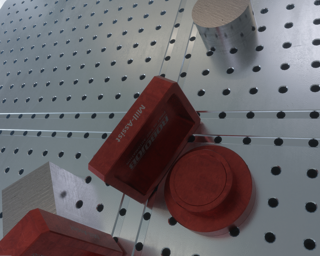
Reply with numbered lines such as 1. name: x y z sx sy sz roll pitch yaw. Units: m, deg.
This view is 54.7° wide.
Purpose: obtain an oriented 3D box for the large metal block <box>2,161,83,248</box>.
1. large metal block: -0.157 0.105 0.411 0.080 0.050 0.080 -31 52 8

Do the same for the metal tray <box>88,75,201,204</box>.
1. metal tray: -0.012 0.016 0.362 0.030 0.090 0.130 27 77 37

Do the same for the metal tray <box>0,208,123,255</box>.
1. metal tray: -0.107 0.139 0.312 0.090 0.130 0.030 -47 51 -4

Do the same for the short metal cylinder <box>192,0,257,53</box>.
1. short metal cylinder: 0.092 -0.155 0.439 0.080 0.050 0.080 -13 56 21

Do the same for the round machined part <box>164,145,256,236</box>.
1. round machined part: 0.049 0.062 0.334 0.098 0.042 0.098 -13 56 21
